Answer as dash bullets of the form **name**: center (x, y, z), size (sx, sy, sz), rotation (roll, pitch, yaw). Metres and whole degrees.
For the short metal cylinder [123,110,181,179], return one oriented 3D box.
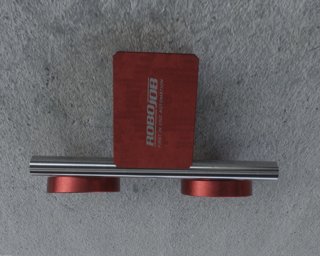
- **short metal cylinder**: center (-0.009, 0.022, 0.412), size (0.081, 0.050, 0.079), rotation (0, 130, 0)

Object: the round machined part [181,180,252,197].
- **round machined part**: center (0.079, 0.072, 0.437), size (0.099, 0.042, 0.098), rotation (0, 173, 0)

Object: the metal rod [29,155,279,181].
- **metal rod**: center (-0.005, 0.050, 0.387), size (0.302, 0.025, 0.025), rotation (2, 130, -2)

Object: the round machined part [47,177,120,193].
- **round machined part**: center (-0.105, 0.069, 0.434), size (0.099, 0.042, 0.098), rotation (-1, 169, 0)

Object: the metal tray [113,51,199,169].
- **metal tray**: center (-0.006, -0.020, 0.353), size (0.091, 0.030, 0.129), rotation (1, 104, -2)
